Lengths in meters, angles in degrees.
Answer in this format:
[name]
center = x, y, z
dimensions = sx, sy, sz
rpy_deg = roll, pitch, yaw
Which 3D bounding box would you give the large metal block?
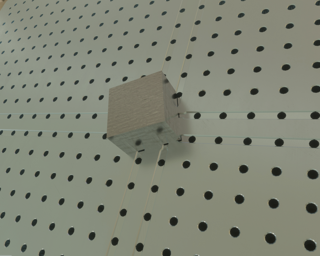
[large metal block]
center = -0.022, -0.020, 0.417
dimensions = 0.080, 0.050, 0.080
rpy_deg = -16, 55, 19
